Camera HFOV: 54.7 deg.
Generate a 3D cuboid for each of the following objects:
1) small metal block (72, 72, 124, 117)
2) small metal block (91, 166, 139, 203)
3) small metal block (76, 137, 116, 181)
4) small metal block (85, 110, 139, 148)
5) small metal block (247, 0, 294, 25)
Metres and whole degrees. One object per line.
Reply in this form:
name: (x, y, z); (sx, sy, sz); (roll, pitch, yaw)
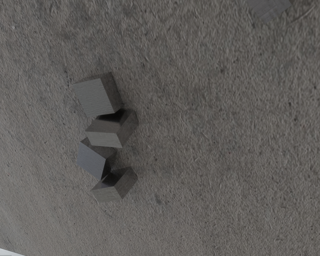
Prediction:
small metal block: (-0.084, -0.045, 0.423); (0.050, 0.025, 0.050); (-6, 115, 31)
small metal block: (-0.070, 0.088, 0.482); (0.050, 0.050, 0.025); (-17, 110, 34)
small metal block: (-0.101, 0.046, 0.486); (0.050, 0.025, 0.050); (32, 129, 15)
small metal block: (-0.065, 0.000, 0.422); (0.050, 0.050, 0.025); (3, 130, 26)
small metal block: (0.090, -0.123, 0.267); (0.025, 0.050, 0.050); (-33, 100, 38)
